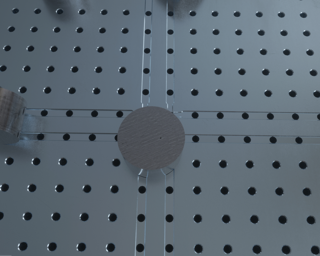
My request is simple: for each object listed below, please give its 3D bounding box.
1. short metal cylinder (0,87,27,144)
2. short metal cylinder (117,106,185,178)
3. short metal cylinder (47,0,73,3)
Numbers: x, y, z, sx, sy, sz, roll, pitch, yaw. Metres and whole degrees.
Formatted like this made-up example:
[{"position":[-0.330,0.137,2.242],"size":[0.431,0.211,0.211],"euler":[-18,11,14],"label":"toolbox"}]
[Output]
[{"position":[-0.214,-0.015,0.386],"size":[0.080,0.080,0.050],"euler":[3,70,1],"label":"short metal cylinder"},{"position":[-0.010,0.019,0.391],"size":[0.081,0.050,0.080],"euler":[0,70,0],"label":"short metal cylinder"},{"position":[-0.162,-0.247,0.487],"size":[0.081,0.050,0.080],"euler":[0,70,0],"label":"short metal cylinder"}]
